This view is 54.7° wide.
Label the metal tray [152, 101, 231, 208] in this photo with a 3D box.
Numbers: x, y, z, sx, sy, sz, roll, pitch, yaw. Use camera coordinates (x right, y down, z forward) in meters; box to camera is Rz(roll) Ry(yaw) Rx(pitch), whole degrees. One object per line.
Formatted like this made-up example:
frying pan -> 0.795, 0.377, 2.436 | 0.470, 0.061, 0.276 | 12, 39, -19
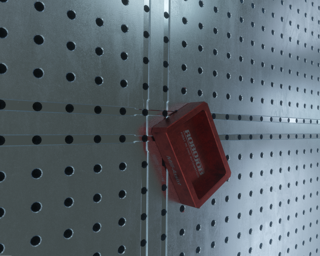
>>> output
metal tray -> 0.050, 0.038, 0.450 | 0.091, 0.030, 0.129 | -35, 112, -35
